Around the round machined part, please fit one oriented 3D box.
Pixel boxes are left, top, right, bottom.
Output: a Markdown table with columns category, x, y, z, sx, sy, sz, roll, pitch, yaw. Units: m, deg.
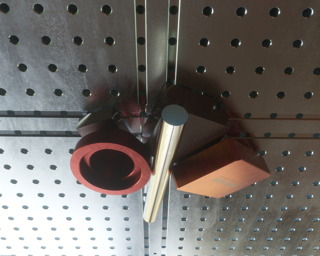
| category | x | y | z | sx | sy | sz | roll | pitch | yaw |
| --- | --- | --- | --- | --- | --- | --- | --- | --- | --- |
| round machined part | -0.059 | 0.039 | 0.392 | 0.099 | 0.042 | 0.097 | 2 | 131 | 2 |

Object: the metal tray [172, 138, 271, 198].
| category | x | y | z | sx | sy | sz | roll | pitch | yaw |
| --- | --- | --- | --- | --- | --- | --- | --- | --- | --- |
| metal tray | 0.087 | 0.060 | 0.423 | 0.090 | 0.030 | 0.131 | -31 | 149 | 24 |

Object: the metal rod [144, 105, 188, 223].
| category | x | y | z | sx | sy | sz | roll | pitch | yaw |
| --- | --- | --- | --- | --- | --- | --- | --- | --- | --- |
| metal rod | -0.001 | 0.070 | 0.414 | 0.025 | 0.025 | 0.298 | 5 | 146 | -4 |

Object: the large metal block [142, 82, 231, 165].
| category | x | y | z | sx | sy | sz | roll | pitch | yaw |
| --- | --- | --- | --- | --- | --- | --- | --- | --- | --- |
| large metal block | 0.029 | -0.001 | 0.391 | 0.081 | 0.050 | 0.079 | 18 | 128 | -15 |

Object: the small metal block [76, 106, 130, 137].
| category | x | y | z | sx | sy | sz | roll | pitch | yaw |
| --- | --- | --- | --- | --- | --- | --- | --- | --- | --- |
| small metal block | -0.074 | 0.004 | 0.410 | 0.050 | 0.025 | 0.050 | -17 | 128 | 14 |
